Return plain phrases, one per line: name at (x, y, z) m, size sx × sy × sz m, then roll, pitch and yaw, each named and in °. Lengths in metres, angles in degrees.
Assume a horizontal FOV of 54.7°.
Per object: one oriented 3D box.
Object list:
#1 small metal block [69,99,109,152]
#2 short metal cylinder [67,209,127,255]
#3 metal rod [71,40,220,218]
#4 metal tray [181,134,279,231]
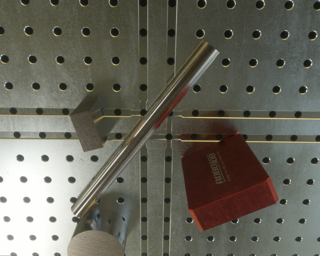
small metal block at (-0.089, -0.004, 0.398) m, size 0.025 × 0.050 × 0.050 m, roll -14°, pitch 110°, yaw 5°
short metal cylinder at (-0.091, 0.169, 0.461) m, size 0.081 × 0.050 × 0.079 m, roll 0°, pitch 110°, yaw 0°
metal rod at (-0.028, 0.012, 0.417) m, size 0.025 × 0.025 × 0.299 m, roll 36°, pitch 106°, yaw -12°
metal tray at (0.077, 0.059, 0.380) m, size 0.090 × 0.130 × 0.030 m, roll -24°, pitch 109°, yaw 8°
